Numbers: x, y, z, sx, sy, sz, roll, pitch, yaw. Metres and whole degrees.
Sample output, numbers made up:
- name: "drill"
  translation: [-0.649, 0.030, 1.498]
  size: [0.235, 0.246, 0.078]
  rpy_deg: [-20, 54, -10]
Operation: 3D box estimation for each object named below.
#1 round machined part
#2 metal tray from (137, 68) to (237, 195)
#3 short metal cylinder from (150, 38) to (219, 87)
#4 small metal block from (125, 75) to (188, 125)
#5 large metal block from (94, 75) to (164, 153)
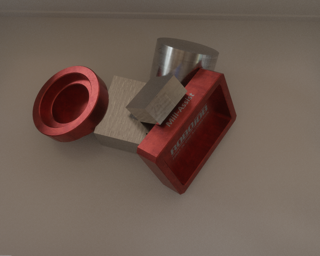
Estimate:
- name: "round machined part"
  translation: [-0.108, -0.027, 0.395]
  size: [0.098, 0.042, 0.098]
  rpy_deg: [-10, 63, 20]
- name: "metal tray"
  translation: [0.038, 0.005, 0.371]
  size: [0.030, 0.090, 0.130]
  rpy_deg: [25, 69, 37]
- name: "short metal cylinder"
  translation: [0.031, -0.082, 0.402]
  size: [0.080, 0.080, 0.050]
  rpy_deg: [15, 115, 5]
- name: "small metal block"
  translation: [-0.005, -0.032, 0.352]
  size: [0.025, 0.050, 0.050]
  rpy_deg: [47, 73, -25]
- name: "large metal block"
  translation: [-0.029, -0.013, 0.399]
  size: [0.080, 0.050, 0.080]
  rpy_deg: [14, 71, 4]
